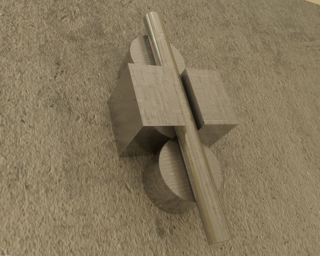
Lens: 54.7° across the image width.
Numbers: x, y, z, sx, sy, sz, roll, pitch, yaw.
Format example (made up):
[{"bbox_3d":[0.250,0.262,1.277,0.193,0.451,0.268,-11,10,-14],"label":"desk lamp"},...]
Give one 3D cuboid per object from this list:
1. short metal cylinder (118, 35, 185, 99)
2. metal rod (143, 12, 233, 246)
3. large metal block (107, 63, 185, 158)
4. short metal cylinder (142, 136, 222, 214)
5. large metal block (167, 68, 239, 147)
[{"bbox_3d":[-0.012,-0.082,0.432,0.081,0.050,0.080,14,56,-21],"label":"short metal cylinder"},{"bbox_3d":[0.024,-0.019,0.365,0.025,0.025,0.299,-1,62,-29],"label":"metal rod"},{"bbox_3d":[-0.021,-0.019,0.370,0.050,0.080,0.080,-1,62,-29],"label":"large metal block"},{"bbox_3d":[0.025,0.057,0.369,0.081,0.050,0.080,14,56,-21],"label":"short metal cylinder"},{"bbox_3d":[0.047,-0.021,0.407,0.050,0.080,0.080,-1,62,-29],"label":"large metal block"}]
